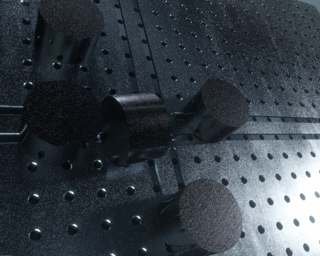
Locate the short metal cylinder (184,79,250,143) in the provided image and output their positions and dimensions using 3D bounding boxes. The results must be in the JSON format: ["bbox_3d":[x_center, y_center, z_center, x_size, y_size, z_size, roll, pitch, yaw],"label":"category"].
[{"bbox_3d":[0.083,-0.025,0.454,0.081,0.050,0.080,14,56,-21],"label":"short metal cylinder"}]

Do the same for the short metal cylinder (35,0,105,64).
[{"bbox_3d":[-0.120,-0.132,0.409,0.081,0.050,0.080,14,56,-21],"label":"short metal cylinder"}]

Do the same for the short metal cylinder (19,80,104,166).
[{"bbox_3d":[-0.108,-0.005,0.338,0.081,0.050,0.080,14,56,-21],"label":"short metal cylinder"}]

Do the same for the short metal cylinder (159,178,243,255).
[{"bbox_3d":[0.046,0.104,0.355,0.081,0.050,0.080,14,56,-21],"label":"short metal cylinder"}]

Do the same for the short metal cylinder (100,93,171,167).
[{"bbox_3d":[-0.031,0.001,0.357,0.050,0.080,0.080,-9,67,-33],"label":"short metal cylinder"}]
